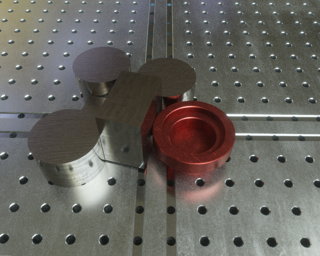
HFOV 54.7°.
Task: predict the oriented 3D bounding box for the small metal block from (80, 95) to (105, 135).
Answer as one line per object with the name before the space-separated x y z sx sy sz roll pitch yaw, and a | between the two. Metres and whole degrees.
small metal block | -0.079 -0.014 0.418 0.050 0.025 0.050 12 51 9

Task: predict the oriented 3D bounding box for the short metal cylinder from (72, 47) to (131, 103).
short metal cylinder | -0.082 -0.074 0.453 0.080 0.050 0.080 0 50 0

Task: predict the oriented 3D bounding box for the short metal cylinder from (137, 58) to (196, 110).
short metal cylinder | 0.009 -0.054 0.436 0.080 0.050 0.080 0 50 0

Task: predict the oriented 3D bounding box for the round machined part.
round machined part | 0.040 0.015 0.384 0.099 0.042 0.098 0 50 0

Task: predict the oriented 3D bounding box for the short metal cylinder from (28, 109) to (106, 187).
short metal cylinder | -0.108 0.023 0.371 0.080 0.050 0.080 0 50 0

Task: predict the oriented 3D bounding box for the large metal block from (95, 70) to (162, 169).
large metal block | -0.033 -0.010 0.376 0.050 0.080 0.080 12 51 10
